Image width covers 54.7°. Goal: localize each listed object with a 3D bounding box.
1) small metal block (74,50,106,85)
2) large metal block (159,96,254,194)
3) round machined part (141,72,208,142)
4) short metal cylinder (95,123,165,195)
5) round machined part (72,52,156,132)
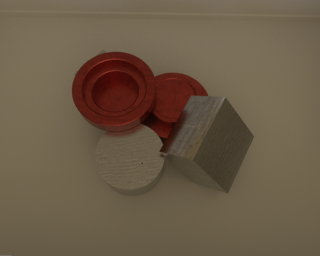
[{"bbox_3d":[-0.082,-0.069,0.418,0.025,0.050,0.050,42,76,13],"label":"small metal block"},{"bbox_3d":[0.058,0.019,0.365,0.050,0.080,0.080,9,63,47],"label":"large metal block"},{"bbox_3d":[0.018,-0.031,0.409,0.099,0.042,0.098,0,70,-1],"label":"round machined part"},{"bbox_3d":[-0.035,0.039,0.380,0.081,0.050,0.080,0,70,0],"label":"short metal cylinder"},{"bbox_3d":[-0.054,-0.041,0.382,0.099,0.042,0.098,0,70,-1],"label":"round machined part"}]
